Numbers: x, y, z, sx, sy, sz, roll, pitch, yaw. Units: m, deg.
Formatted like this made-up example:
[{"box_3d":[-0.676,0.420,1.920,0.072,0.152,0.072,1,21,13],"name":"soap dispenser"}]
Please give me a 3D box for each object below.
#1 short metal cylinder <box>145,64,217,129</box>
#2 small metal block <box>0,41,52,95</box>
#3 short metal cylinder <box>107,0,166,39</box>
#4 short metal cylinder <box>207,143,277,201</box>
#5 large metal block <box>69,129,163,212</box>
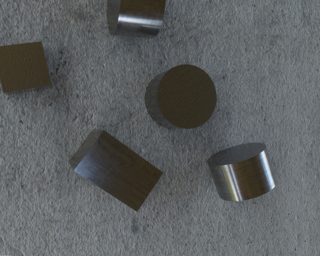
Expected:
[{"box_3d":[0.026,-0.039,0.405,0.081,0.050,0.079,0,90,-20],"name":"short metal cylinder"},{"box_3d":[-0.155,-0.067,0.352,0.050,0.025,0.050,-13,95,-20],"name":"small metal block"},{"box_3d":[-0.031,-0.149,0.368,0.050,0.080,0.079,-1,91,-20],"name":"short metal cylinder"},{"box_3d":[0.111,0.058,0.421,0.081,0.080,0.050,-22,98,-19],"name":"short metal cylinder"},{"box_3d":[-0.054,0.045,0.360,0.080,0.080,0.050,38,78,-16],"name":"large metal block"}]
